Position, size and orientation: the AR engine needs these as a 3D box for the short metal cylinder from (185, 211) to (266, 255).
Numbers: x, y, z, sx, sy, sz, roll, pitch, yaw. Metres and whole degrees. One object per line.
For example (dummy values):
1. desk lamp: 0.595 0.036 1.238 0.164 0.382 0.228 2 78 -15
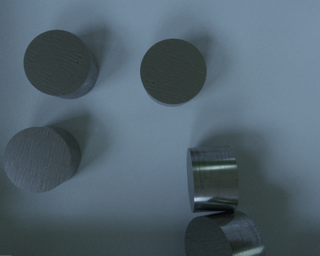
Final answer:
1. short metal cylinder: 0.073 0.140 0.360 0.050 0.080 0.079 1 90 -34

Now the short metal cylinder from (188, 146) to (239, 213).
1. short metal cylinder: 0.063 0.063 0.385 0.050 0.080 0.079 -3 90 0

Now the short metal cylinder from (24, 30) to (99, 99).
1. short metal cylinder: -0.124 -0.079 0.397 0.081 0.050 0.079 0 90 -1

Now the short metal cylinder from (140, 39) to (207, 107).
1. short metal cylinder: 0.016 -0.069 0.399 0.081 0.050 0.079 0 90 -1

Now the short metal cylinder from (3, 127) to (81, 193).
1. short metal cylinder: -0.148 0.038 0.397 0.081 0.050 0.079 0 90 -1
